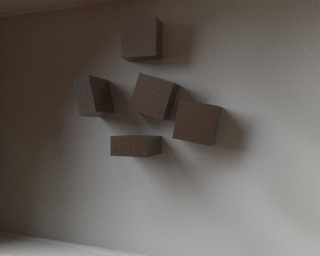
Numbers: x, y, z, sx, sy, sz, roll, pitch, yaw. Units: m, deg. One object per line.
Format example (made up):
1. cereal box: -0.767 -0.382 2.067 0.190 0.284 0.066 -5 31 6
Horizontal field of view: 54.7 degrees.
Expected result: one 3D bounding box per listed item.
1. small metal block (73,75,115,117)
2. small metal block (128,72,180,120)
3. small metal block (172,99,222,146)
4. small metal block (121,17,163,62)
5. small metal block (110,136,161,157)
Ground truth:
1. small metal block: -0.091 -0.043 0.429 0.025 0.050 0.050 -14 85 19
2. small metal block: -0.008 -0.042 0.413 0.050 0.025 0.050 20 97 19
3. small metal block: 0.047 -0.007 0.394 0.050 0.025 0.050 11 94 19
4. small metal block: -0.024 -0.119 0.419 0.050 0.025 0.050 0 90 20
5. small metal block: -0.031 0.023 0.408 0.050 0.050 0.025 1 90 20
